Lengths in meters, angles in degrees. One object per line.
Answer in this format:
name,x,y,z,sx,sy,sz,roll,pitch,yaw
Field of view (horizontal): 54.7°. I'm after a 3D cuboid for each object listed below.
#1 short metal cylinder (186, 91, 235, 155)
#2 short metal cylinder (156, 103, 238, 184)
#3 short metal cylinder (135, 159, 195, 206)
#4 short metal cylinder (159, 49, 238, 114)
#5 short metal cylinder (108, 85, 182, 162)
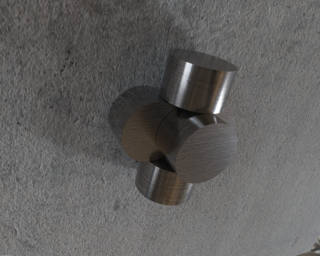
short metal cylinder,0.053,-0.007,0.419,0.081,0.050,0.079,-14,125,-21
short metal cylinder,0.042,0.018,0.362,0.081,0.050,0.079,-14,125,-21
short metal cylinder,0.011,0.058,0.417,0.081,0.080,0.050,0,118,-29
short metal cylinder,0.044,-0.057,0.364,0.081,0.080,0.050,0,119,-29
short metal cylinder,-0.017,-0.006,0.380,0.081,0.050,0.079,-14,125,-21
